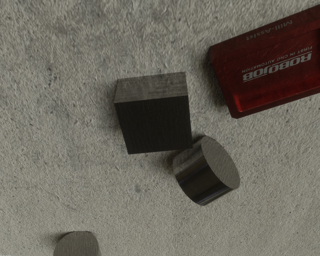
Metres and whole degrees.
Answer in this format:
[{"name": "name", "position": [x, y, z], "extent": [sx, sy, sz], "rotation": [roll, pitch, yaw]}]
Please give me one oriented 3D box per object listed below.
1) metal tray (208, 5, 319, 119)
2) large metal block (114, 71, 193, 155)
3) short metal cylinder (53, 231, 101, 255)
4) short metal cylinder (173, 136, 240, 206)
[{"name": "metal tray", "position": [0.130, -0.069, 0.345], "extent": [0.130, 0.030, 0.090], "rotation": [-18, 128, 15]}, {"name": "large metal block", "position": [-0.005, -0.017, 0.376], "extent": [0.080, 0.050, 0.080], "rotation": [-6, 130, 4]}, {"name": "short metal cylinder", "position": [-0.151, 0.241, 0.574], "extent": [0.081, 0.080, 0.050], "rotation": [-1, 130, 0]}, {"name": "short metal cylinder", "position": [0.063, 0.058, 0.421], "extent": [0.080, 0.080, 0.050], "rotation": [37, 121, -27]}]
